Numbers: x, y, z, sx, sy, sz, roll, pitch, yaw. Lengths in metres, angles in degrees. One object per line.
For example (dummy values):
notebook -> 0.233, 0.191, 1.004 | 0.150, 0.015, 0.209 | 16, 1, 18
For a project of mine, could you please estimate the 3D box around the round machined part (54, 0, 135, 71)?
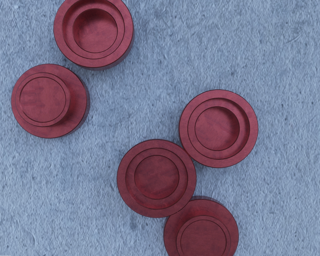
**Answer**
round machined part -> -0.082, -0.122, 0.401 | 0.099, 0.042, 0.097 | 0, 90, 0

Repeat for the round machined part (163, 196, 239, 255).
round machined part -> 0.054, 0.141, 0.402 | 0.099, 0.042, 0.097 | 0, 90, 0

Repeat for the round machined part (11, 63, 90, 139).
round machined part -> -0.144, -0.035, 0.400 | 0.099, 0.042, 0.097 | 0, 90, 0

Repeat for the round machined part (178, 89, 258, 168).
round machined part -> 0.072, 0.001, 0.402 | 0.099, 0.042, 0.097 | 0, 90, -1

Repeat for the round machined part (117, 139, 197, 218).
round machined part -> -0.004, 0.062, 0.401 | 0.099, 0.042, 0.097 | 0, 90, 0
